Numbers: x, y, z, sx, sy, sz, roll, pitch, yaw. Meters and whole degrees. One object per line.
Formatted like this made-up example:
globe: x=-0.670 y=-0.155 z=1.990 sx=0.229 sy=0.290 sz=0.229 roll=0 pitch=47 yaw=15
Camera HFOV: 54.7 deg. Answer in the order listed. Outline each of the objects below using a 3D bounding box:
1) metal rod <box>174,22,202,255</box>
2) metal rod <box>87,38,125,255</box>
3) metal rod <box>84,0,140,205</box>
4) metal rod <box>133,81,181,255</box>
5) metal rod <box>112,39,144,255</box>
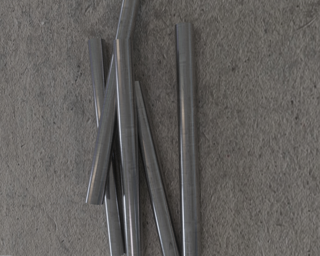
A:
metal rod: x=0.036 y=0.018 z=0.396 sx=0.025 sy=0.025 sz=0.298 roll=-2 pitch=89 yaw=20
metal rod: x=-0.074 y=0.025 z=0.434 sx=0.025 sy=0.025 sz=0.298 roll=-7 pitch=88 yaw=20
metal rod: x=-0.061 y=-0.050 z=0.413 sx=0.025 sy=0.025 sz=0.298 roll=9 pitch=86 yaw=20
metal rod: x=-0.003 y=0.085 z=0.409 sx=0.025 sy=0.025 sz=0.298 roll=-14 pitch=85 yaw=19
metal rod: x=-0.040 y=0.039 z=0.403 sx=0.025 sy=0.025 sz=0.298 roll=0 pitch=97 yaw=20
